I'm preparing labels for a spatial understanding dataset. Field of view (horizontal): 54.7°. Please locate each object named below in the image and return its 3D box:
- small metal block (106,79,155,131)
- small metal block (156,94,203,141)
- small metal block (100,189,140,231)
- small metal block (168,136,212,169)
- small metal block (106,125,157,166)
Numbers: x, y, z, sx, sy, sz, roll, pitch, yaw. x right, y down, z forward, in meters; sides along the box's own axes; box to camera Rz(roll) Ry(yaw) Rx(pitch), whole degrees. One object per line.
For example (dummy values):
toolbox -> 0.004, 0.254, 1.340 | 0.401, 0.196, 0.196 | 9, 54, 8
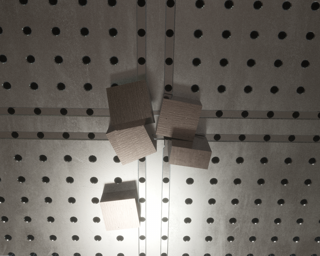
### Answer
small metal block -> -0.037, -0.028, 0.389 | 0.050, 0.025, 0.050 | -12, 73, 4
small metal block -> 0.024, -0.014, 0.409 | 0.050, 0.025, 0.050 | 11, 110, -5
small metal block -> -0.057, 0.121, 0.457 | 0.050, 0.025, 0.050 | -7, 110, 2
small metal block -> 0.038, 0.029, 0.411 | 0.050, 0.050, 0.025 | 9, 110, -4
small metal block -> -0.038, 0.016, 0.419 | 0.050, 0.025, 0.050 | -23, 109, 7
